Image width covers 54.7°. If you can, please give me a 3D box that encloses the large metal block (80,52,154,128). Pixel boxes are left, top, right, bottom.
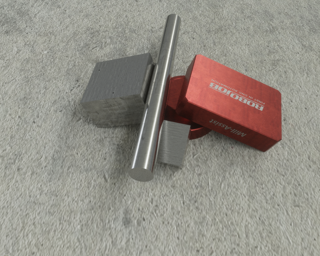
[{"bbox_3d":[-0.049,-0.050,0.416,0.080,0.050,0.080,-6,48,18],"label":"large metal block"}]

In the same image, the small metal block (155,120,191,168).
[{"bbox_3d":[0.008,0.019,0.376,0.050,0.025,0.050,12,76,10],"label":"small metal block"}]

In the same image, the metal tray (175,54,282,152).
[{"bbox_3d":[0.093,-0.034,0.401,0.131,0.030,0.090,23,52,-8],"label":"metal tray"}]

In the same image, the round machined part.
[{"bbox_3d":[0.033,-0.034,0.422,0.099,0.042,0.098,0,50,0],"label":"round machined part"}]

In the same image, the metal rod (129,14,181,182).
[{"bbox_3d":[0.002,-0.064,0.404,0.025,0.025,0.300,6,48,5],"label":"metal rod"}]
